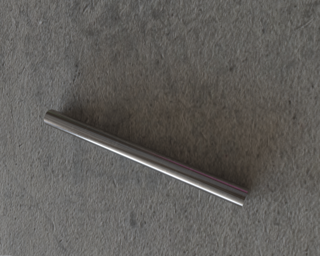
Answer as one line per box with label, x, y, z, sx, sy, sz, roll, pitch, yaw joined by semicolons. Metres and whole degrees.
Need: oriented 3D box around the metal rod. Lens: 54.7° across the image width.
metal rod;-0.031;0.034;0.418;0.301;0.025;0.025;21;97;18
